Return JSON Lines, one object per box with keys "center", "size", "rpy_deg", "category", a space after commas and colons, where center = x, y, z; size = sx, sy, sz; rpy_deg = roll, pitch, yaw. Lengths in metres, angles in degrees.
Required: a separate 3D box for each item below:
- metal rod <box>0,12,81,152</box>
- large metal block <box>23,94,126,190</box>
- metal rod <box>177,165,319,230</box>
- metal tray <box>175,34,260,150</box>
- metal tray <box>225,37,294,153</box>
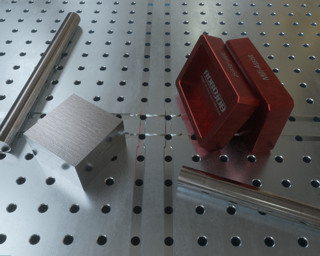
{"center": [-0.180, -0.091, 0.481], "size": [0.025, 0.025, 0.300], "rpy_deg": [6, 50, 4], "category": "metal rod"}
{"center": [-0.100, 0.014, 0.378], "size": [0.080, 0.050, 0.080], "rpy_deg": [28, 55, 21], "category": "large metal block"}
{"center": [0.166, 0.094, 0.330], "size": [0.301, 0.025, 0.025], "rpy_deg": [15, 52, 12], "category": "metal rod"}
{"center": [0.067, -0.048, 0.403], "size": [0.030, 0.089, 0.130], "rpy_deg": [6, 46, -26], "category": "metal tray"}
{"center": [0.116, -0.044, 0.403], "size": [0.030, 0.089, 0.130], "rpy_deg": [-10, 51, -9], "category": "metal tray"}
